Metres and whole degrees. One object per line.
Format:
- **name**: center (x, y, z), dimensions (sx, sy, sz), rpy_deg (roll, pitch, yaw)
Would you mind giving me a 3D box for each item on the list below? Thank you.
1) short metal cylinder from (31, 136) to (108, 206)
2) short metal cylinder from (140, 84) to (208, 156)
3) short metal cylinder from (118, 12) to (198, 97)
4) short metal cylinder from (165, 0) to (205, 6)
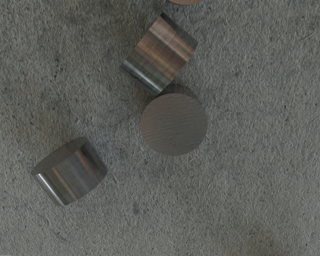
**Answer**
- **short metal cylinder**: center (-0.115, 0.054, 0.399), dimensions (0.080, 0.080, 0.050), rpy_deg (-27, 108, 9)
- **short metal cylinder**: center (0.017, -0.011, 0.392), dimensions (0.081, 0.050, 0.079), rpy_deg (0, 110, 0)
- **short metal cylinder**: center (-0.003, -0.082, 0.350), dimensions (0.050, 0.080, 0.080), rpy_deg (38, 106, -13)
- **short metal cylinder**: center (0.028, -0.174, 0.332), dimensions (0.081, 0.050, 0.079), rpy_deg (0, 110, 0)
